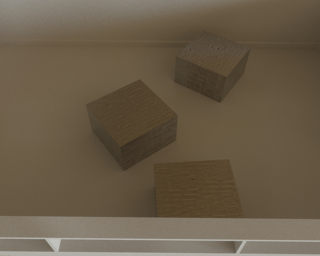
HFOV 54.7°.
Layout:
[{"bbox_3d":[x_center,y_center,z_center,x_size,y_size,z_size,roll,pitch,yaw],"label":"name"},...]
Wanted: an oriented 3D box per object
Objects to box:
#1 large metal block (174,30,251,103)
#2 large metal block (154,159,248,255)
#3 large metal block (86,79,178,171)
[{"bbox_3d":[0.079,-0.095,0.470,0.080,0.050,0.080,28,55,21],"label":"large metal block"},{"bbox_3d":[0.036,0.082,0.321,0.081,0.050,0.080,-3,50,-3],"label":"large metal block"},{"bbox_3d":[-0.035,-0.006,0.394,0.081,0.050,0.080,-29,56,-23],"label":"large metal block"}]
